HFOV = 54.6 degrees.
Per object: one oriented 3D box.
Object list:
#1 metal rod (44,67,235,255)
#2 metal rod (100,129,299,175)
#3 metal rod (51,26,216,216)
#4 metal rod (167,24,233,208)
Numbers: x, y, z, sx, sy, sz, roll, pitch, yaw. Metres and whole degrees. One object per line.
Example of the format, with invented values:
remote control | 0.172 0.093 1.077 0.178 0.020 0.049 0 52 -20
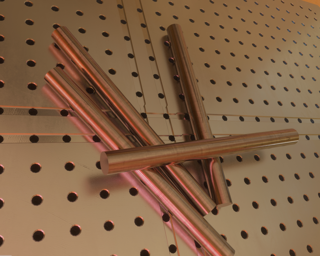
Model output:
metal rod | -0.027 0.042 0.367 0.300 0.025 0.025 46 51 4
metal rod | 0.072 0.025 0.397 0.302 0.025 0.025 -5 64 -31
metal rod | -0.037 -0.013 0.395 0.300 0.025 0.025 50 51 7
metal rod | 0.051 -0.034 0.455 0.025 0.025 0.299 2 61 -27
